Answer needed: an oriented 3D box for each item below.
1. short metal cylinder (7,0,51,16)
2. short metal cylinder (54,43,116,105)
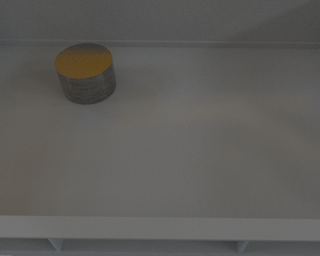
[{"bbox_3d":[-0.263,-0.265,0.612,0.081,0.050,0.080,0,50,0],"label":"short metal cylinder"},{"bbox_3d":[-0.108,-0.080,0.455,0.080,0.050,0.080,0,50,0],"label":"short metal cylinder"}]
